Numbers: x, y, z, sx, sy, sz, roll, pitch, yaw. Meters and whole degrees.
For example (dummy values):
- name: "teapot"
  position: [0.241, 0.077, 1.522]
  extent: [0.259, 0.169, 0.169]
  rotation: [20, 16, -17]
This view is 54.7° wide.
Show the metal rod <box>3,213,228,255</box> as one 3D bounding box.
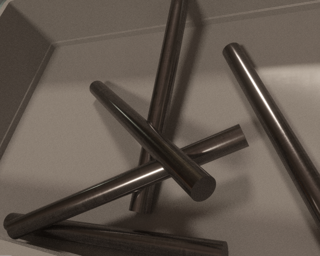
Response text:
- name: "metal rod"
  position: [-0.072, 0.126, 0.364]
  extent: [0.301, 0.025, 0.025]
  rotation: [-2, 61, 26]

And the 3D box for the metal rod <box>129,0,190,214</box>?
- name: "metal rod"
  position: [0.003, -0.045, 0.395]
  extent: [0.025, 0.025, 0.299]
  rotation: [3, 74, 29]

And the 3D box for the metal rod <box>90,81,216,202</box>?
- name: "metal rod"
  position: [-0.032, -0.007, 0.377]
  extent: [0.025, 0.025, 0.300]
  rotation: [-45, 36, -4]

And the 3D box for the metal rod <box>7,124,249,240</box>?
- name: "metal rod"
  position: [-0.048, 0.067, 0.349]
  extent: [0.300, 0.025, 0.025]
  rotation: [-24, 53, 14]

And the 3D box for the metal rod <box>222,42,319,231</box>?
- name: "metal rod"
  position: [0.131, 0.010, 0.330]
  extent: [0.025, 0.025, 0.299]
  rotation: [-26, 53, 12]
